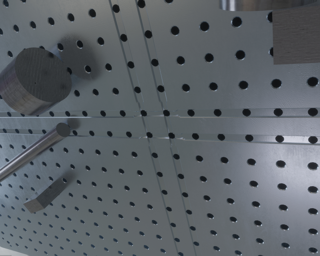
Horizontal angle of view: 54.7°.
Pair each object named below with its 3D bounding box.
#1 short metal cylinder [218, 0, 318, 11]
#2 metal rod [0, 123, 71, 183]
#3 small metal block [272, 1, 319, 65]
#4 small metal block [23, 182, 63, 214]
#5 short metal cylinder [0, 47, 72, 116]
[{"bbox_3d":[0.087,-0.128,0.251,0.080,0.080,0.050,7,121,24],"label":"short metal cylinder"},{"bbox_3d":[-0.259,0.059,0.584,0.299,0.025,0.025,-28,103,37],"label":"metal rod"},{"bbox_3d":[0.133,-0.088,0.287,0.050,0.025,0.050,2,120,27],"label":"small metal block"},{"bbox_3d":[-0.226,0.134,0.597,0.050,0.050,0.025,-26,104,37],"label":"small metal block"},{"bbox_3d":[-0.171,-0.063,0.427,0.050,0.080,0.080,-24,105,37],"label":"short metal cylinder"}]
